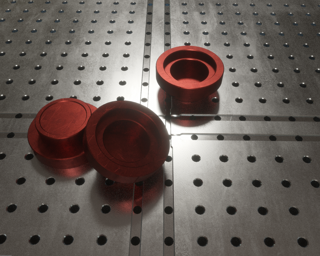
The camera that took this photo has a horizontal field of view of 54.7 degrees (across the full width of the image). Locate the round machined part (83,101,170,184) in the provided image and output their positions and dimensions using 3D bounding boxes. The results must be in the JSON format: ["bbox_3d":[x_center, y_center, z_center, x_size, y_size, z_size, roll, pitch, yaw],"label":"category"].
[{"bbox_3d":[-0.041,0.019,0.366,0.099,0.042,0.098,11,57,-17],"label":"round machined part"}]

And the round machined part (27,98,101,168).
[{"bbox_3d":[-0.119,-0.001,0.396,0.099,0.042,0.098,0,50,0],"label":"round machined part"}]

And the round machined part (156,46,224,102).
[{"bbox_3d":[0.043,-0.076,0.461,0.099,0.042,0.098,0,50,0],"label":"round machined part"}]
